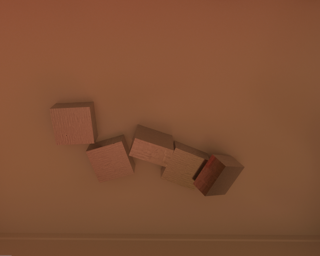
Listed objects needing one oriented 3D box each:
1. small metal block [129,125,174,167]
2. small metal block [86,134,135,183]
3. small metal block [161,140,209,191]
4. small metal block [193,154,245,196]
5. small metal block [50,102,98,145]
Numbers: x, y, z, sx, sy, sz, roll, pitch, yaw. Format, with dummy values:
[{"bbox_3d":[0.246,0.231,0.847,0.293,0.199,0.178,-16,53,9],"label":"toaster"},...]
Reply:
[{"bbox_3d":[-0.011,0.022,0.406,0.050,0.050,0.025,18,109,-7],"label":"small metal block"},{"bbox_3d":[-0.067,0.042,0.426,0.050,0.025,0.050,-16,110,5],"label":"small metal block"},{"bbox_3d":[0.034,0.052,0.431,0.050,0.025,0.050,22,109,-8],"label":"small metal block"},{"bbox_3d":[0.080,0.064,0.422,0.050,0.025,0.050,10,116,-47],"label":"small metal block"},{"bbox_3d":[-0.112,-0.006,0.408,0.050,0.025,0.050,-3,110,1],"label":"small metal block"}]
